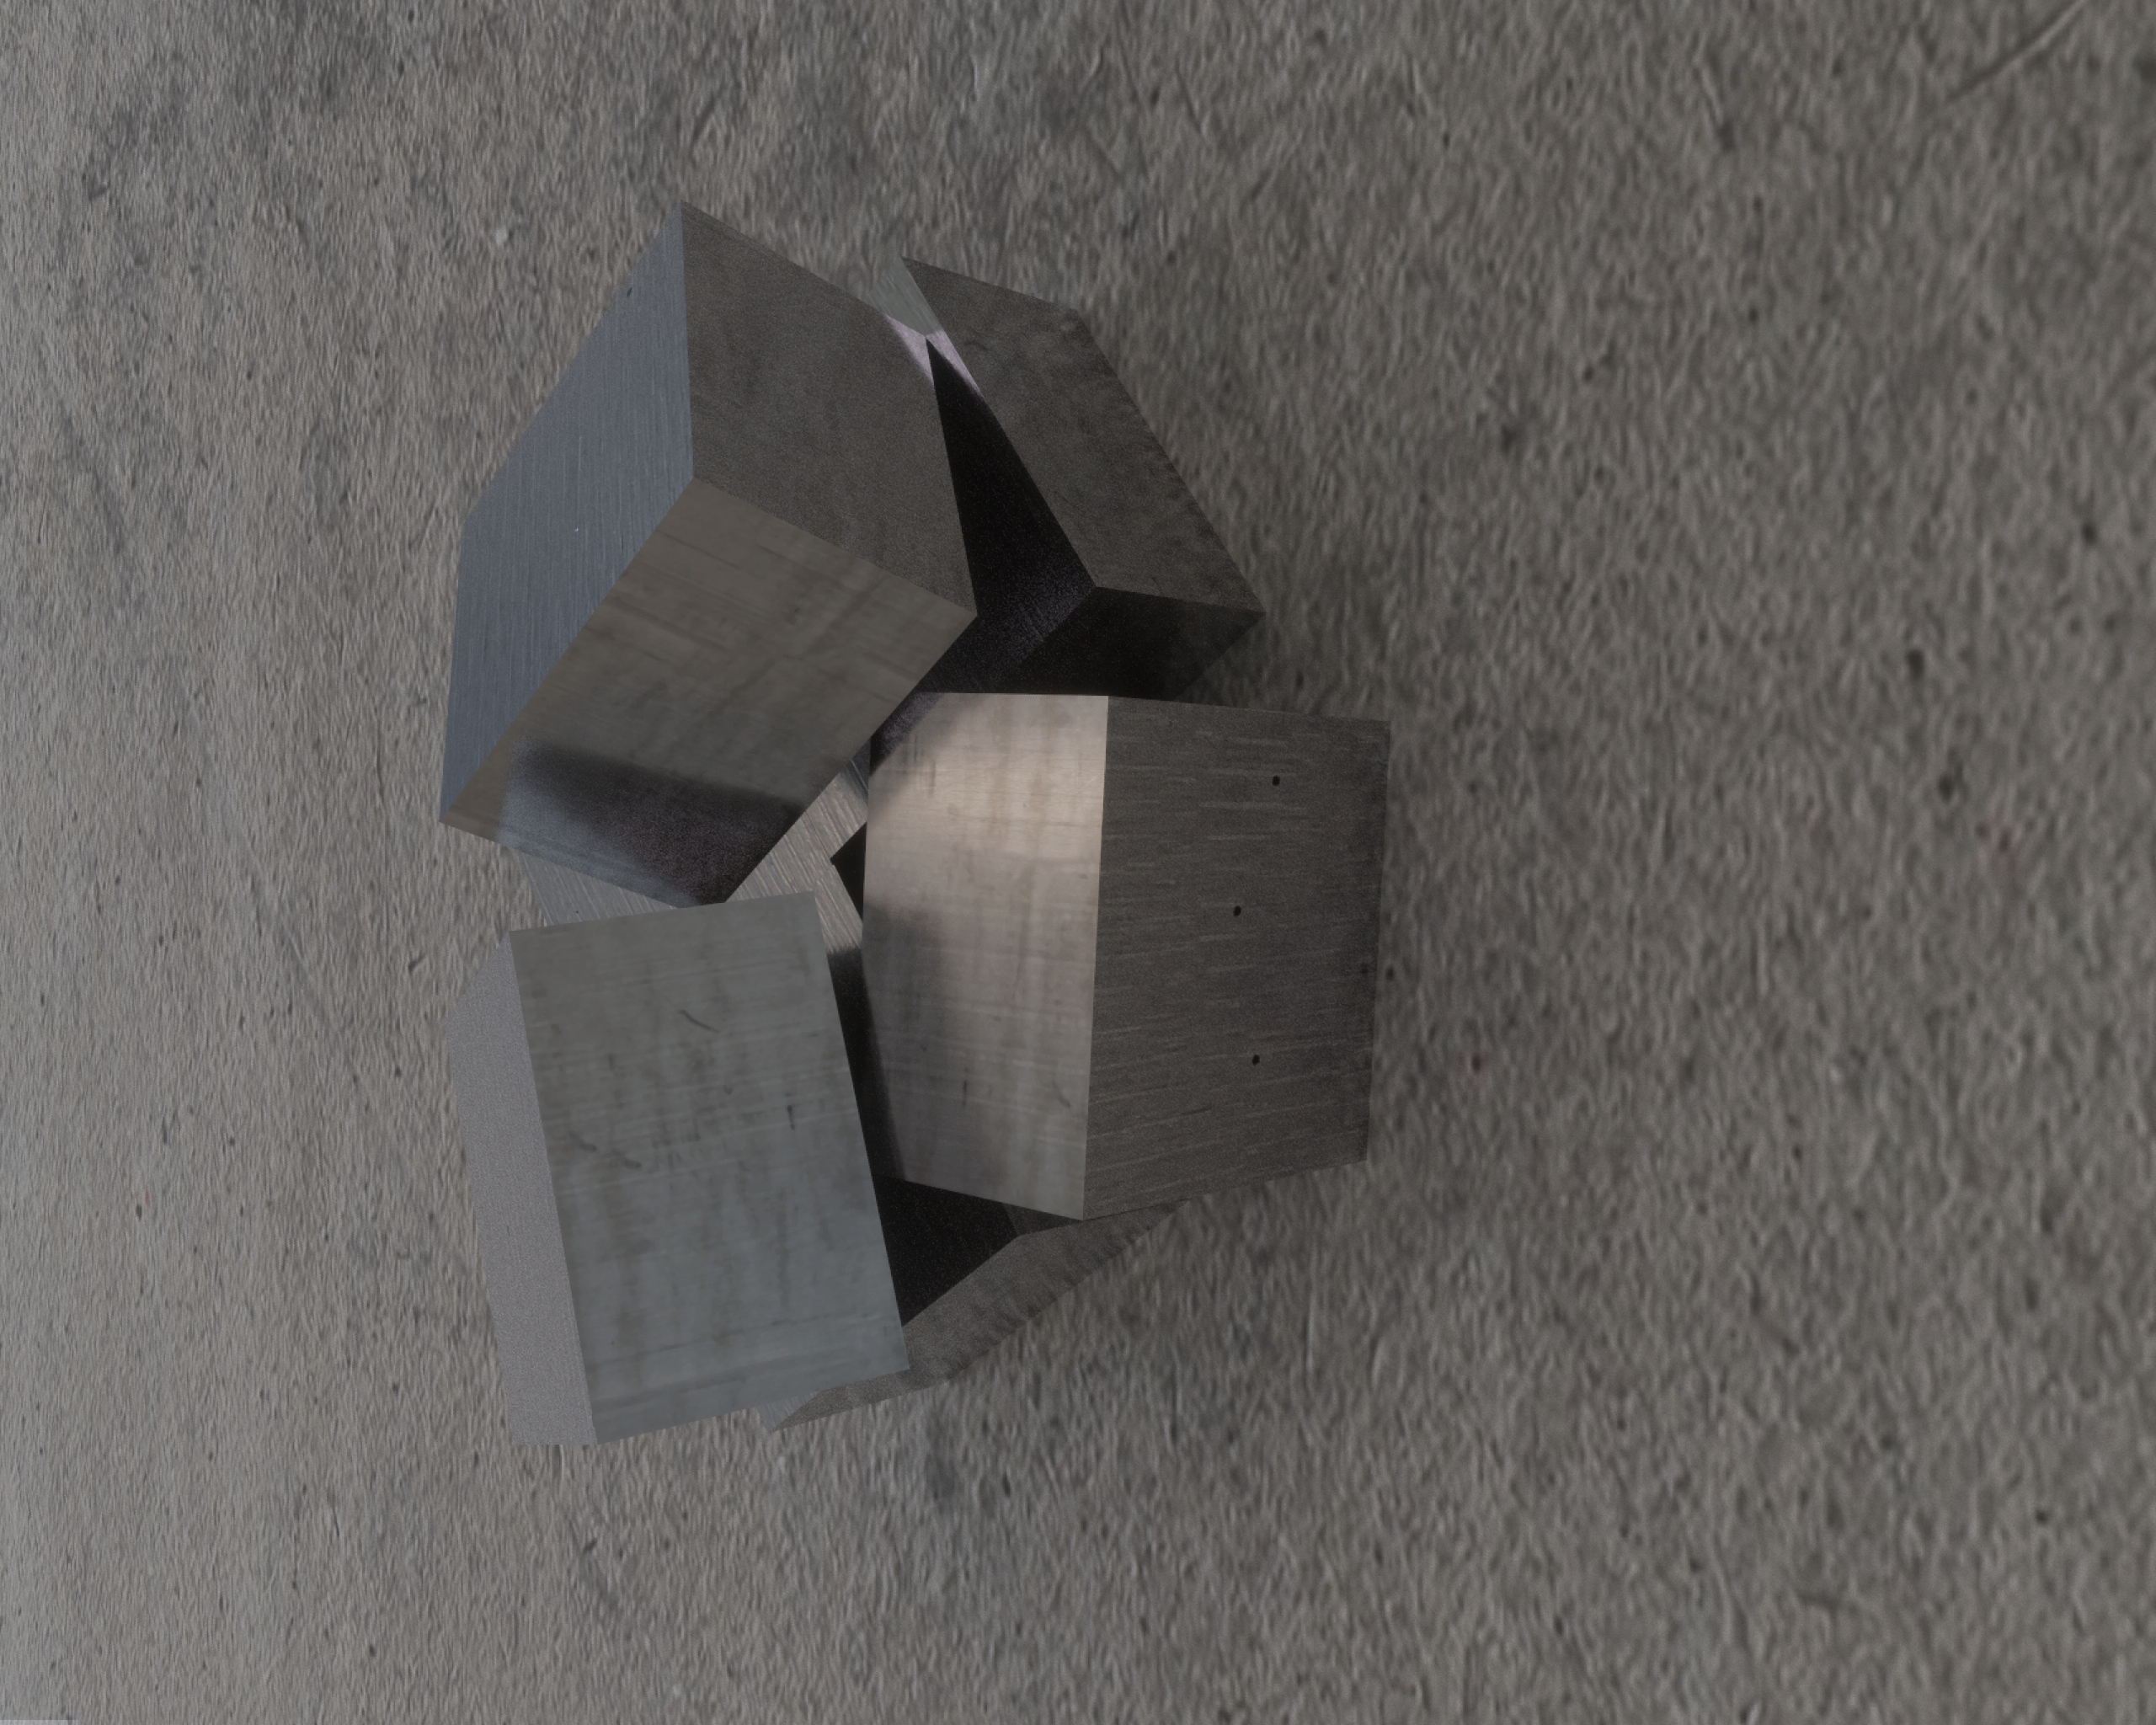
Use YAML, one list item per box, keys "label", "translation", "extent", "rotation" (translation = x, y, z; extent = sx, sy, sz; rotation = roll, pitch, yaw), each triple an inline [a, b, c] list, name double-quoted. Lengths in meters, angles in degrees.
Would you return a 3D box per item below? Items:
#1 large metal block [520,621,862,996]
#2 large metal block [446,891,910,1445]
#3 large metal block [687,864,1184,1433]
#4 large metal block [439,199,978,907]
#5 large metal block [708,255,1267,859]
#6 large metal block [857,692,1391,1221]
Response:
- label: "large metal block"
  translation: [-0.073, -0.009, 0.449]
  extent: [0.080, 0.050, 0.080]
  rotation: [-43, 64, 31]
- label: "large metal block"
  translation: [-0.074, 0.056, 0.365]
  extent: [0.080, 0.050, 0.080]
  rotation: [-32, 68, 62]
- label: "large metal block"
  translation: [-0.037, 0.056, 0.420]
  extent: [0.080, 0.050, 0.080]
  rotation: [-43, 64, 31]
- label: "large metal block"
  translation: [-0.066, -0.051, 0.359]
  extent: [0.080, 0.050, 0.080]
  rotation: [-45, 38, 30]
- label: "large metal block"
  translation: [-0.024, -0.056, 0.408]
  extent: [0.080, 0.050, 0.080]
  rotation: [-43, 64, 31]
- label: "large metal block"
  translation: [0.009, 0.013, 0.362]
  extent: [0.050, 0.081, 0.079]
  rotation: [5, 93, 40]
